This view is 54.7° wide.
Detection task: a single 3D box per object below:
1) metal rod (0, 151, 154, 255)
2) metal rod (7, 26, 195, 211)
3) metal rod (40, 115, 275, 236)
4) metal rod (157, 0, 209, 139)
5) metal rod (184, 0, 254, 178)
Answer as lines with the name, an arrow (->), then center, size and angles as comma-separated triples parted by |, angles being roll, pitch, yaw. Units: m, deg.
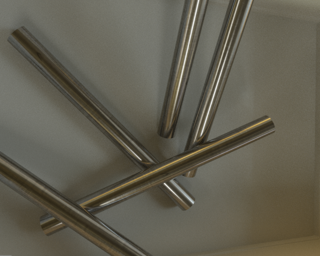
metal rod -> -0.118, 0.080, 0.338 | 0.301, 0.025, 0.025 | 36, 78, -6
metal rod -> -0.062, -0.002, 0.387 | 0.300, 0.025, 0.025 | 46, 76, -14
metal rod -> 0.003, 0.055, 0.380 | 0.302, 0.025, 0.025 | -24, 98, -7
metal rod -> 0.035, -0.117, 0.339 | 0.025, 0.025, 0.298 | -1, 123, -20
metal rod -> 0.072, -0.071, 0.368 | 0.025, 0.025, 0.298 | 6, 115, -20
